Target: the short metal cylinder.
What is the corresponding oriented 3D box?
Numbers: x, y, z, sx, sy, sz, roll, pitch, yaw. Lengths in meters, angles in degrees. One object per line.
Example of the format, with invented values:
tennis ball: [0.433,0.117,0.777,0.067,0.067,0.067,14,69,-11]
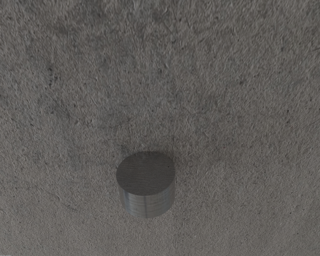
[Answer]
short metal cylinder: [-0.019,0.079,0.438,0.080,0.080,0.050,-1,130,1]
